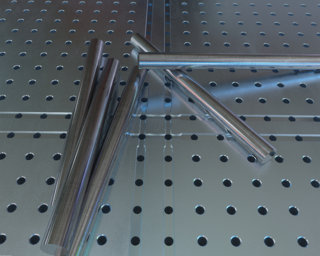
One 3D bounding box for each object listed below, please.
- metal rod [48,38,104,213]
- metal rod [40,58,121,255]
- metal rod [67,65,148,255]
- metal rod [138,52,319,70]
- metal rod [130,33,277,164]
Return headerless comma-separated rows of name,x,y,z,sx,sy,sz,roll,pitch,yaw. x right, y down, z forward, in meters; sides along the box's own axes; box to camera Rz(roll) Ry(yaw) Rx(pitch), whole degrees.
metal rod,-0.107,-0.026,0.428,0.025,0.025,0.300,0,50,0
metal rod,-0.085,0.005,0.384,0.025,0.025,0.300,3,45,2
metal rod,-0.062,0.025,0.385,0.025,0.025,0.300,9,50,7
metal rod,0.118,-0.102,0.473,0.302,0.025,0.025,-2,50,-10
metal rod,0.047,-0.059,0.457,0.025,0.025,0.300,-29,56,-22
